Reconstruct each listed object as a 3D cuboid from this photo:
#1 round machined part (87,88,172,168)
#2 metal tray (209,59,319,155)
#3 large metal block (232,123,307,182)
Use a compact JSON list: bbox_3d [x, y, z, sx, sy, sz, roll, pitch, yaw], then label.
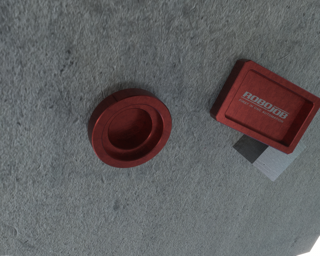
[{"bbox_3d":[-0.039,-0.003,0.374,0.099,0.042,0.097,-14,125,-21],"label":"round machined part"},{"bbox_3d":[0.148,-0.028,0.433,0.131,0.030,0.090,24,101,-15],"label":"metal tray"},{"bbox_3d":[0.181,0.031,0.512,0.080,0.050,0.080,-49,129,6],"label":"large metal block"}]
